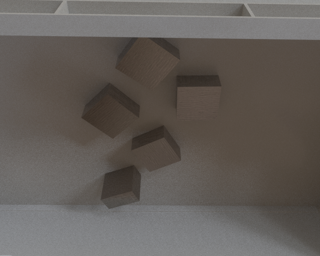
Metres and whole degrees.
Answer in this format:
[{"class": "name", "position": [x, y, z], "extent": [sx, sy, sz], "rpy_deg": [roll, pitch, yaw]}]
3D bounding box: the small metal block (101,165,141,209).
[{"class": "small metal block", "position": [-0.058, 0.089, 0.468], "extent": [0.050, 0.050, 0.025], "rpy_deg": [-18, 128, 14]}]

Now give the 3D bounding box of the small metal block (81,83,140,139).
[{"class": "small metal block", "position": [-0.061, -0.021, 0.391], "extent": [0.050, 0.025, 0.050], "rpy_deg": [-37, 121, 27]}]

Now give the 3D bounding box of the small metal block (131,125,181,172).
[{"class": "small metal block", "position": [-0.005, 0.030, 0.434], "extent": [0.050, 0.025, 0.050], "rpy_deg": [-23, 127, 18]}]

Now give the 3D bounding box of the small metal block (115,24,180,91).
[{"class": "small metal block", "position": [-0.013, -0.077, 0.343], "extent": [0.050, 0.025, 0.050], "rpy_deg": [30, 124, -23]}]

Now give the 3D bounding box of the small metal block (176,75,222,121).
[{"class": "small metal block", "position": [0.045, -0.036, 0.378], "extent": [0.050, 0.025, 0.050], "rpy_deg": [-1, 130, 0]}]
